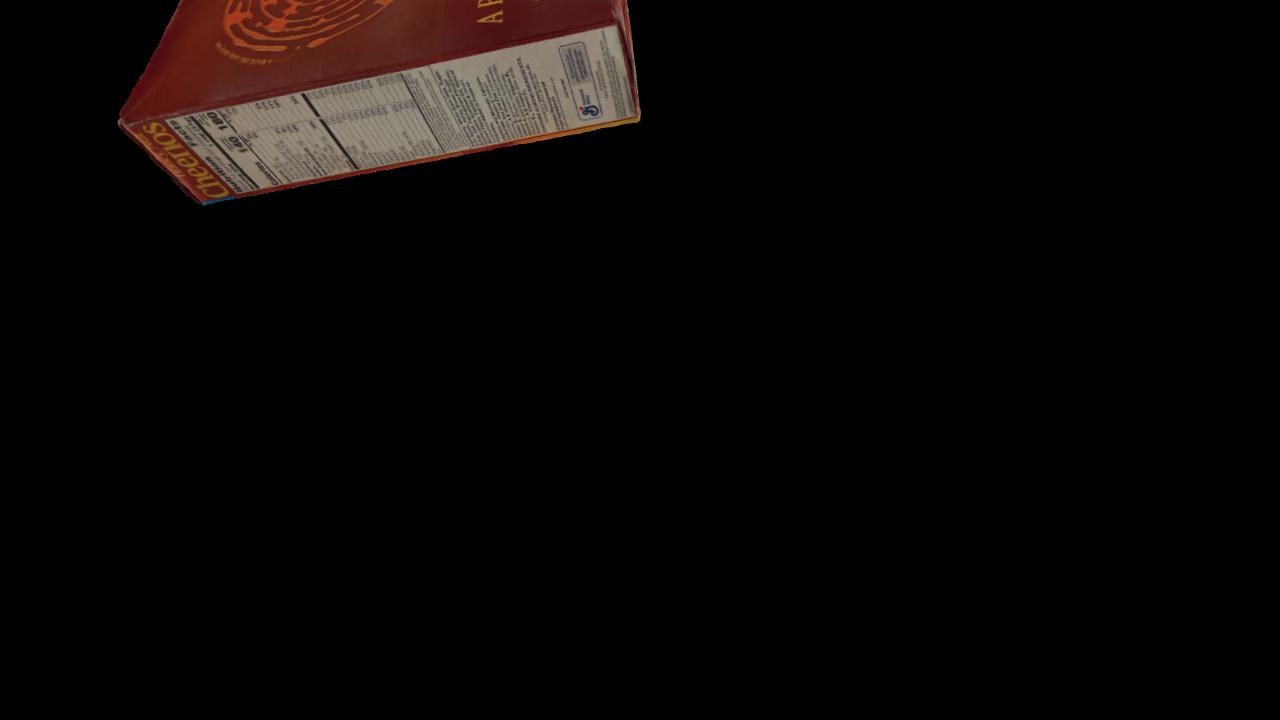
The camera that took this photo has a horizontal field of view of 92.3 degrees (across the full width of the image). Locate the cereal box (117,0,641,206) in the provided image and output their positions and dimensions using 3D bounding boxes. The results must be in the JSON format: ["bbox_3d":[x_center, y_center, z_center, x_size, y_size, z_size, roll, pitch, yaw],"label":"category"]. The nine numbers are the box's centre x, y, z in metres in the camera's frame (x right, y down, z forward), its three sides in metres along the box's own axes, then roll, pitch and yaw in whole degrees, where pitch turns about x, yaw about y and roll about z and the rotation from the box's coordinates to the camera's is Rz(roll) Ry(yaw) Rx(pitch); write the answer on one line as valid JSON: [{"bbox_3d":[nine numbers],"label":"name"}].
[{"bbox_3d":[-0.160,-0.226,0.419,0.306,0.203,0.081,-9,-31,6],"label":"cereal box"}]
